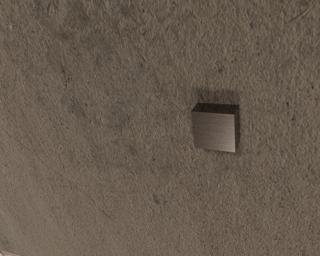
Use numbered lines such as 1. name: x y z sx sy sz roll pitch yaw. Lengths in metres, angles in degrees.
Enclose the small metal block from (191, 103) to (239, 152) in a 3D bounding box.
1. small metal block: 0.067 -0.001 0.370 0.050 0.025 0.050 5 121 25
